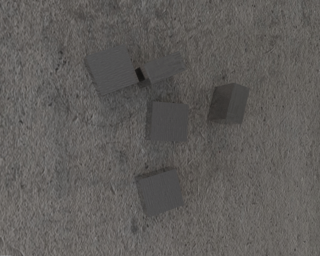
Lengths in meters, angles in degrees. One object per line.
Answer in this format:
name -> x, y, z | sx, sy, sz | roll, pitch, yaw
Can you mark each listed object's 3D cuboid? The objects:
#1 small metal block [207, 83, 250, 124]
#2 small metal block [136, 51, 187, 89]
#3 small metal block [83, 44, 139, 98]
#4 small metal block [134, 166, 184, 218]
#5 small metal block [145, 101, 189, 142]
small metal block -> 0.094, -0.032, 0.430 | 0.025, 0.050, 0.050 | 16, 85, -20
small metal block -> -0.002, -0.073, 0.395 | 0.050, 0.050, 0.025 | -25, 99, -18
small metal block -> -0.061, -0.071, 0.386 | 0.050, 0.025, 0.050 | -24, 98, -19
small metal block -> -0.001, 0.083, 0.409 | 0.050, 0.025, 0.050 | -14, 95, -20
small metal block -> 0.009, -0.008, 0.412 | 0.050, 0.025, 0.050 | 3, 89, -20
